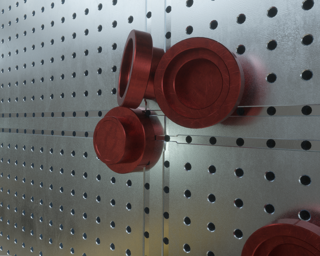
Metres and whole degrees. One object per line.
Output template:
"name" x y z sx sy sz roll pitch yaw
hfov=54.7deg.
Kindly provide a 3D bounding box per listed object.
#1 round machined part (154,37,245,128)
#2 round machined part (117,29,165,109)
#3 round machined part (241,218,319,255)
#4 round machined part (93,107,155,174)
"round machined part" 0.046 -0.049 0.349 0.098 0.042 0.097 2 95 26
"round machined part" -0.023 -0.072 0.397 0.098 0.042 0.097 -171 89 -73
"round machined part" 0.130 0.134 0.290 0.098 0.042 0.097 0 90 39
"round machined part" -0.058 0.017 0.444 0.098 0.042 0.097 0 90 39
